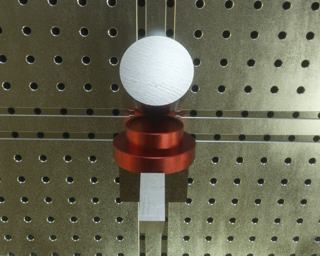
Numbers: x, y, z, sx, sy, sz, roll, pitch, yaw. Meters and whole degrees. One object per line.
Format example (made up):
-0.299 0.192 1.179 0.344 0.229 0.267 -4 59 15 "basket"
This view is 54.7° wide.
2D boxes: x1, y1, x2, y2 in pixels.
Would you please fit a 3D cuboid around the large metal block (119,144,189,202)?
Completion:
-0.008 0.052 0.402 0.081 0.080 0.050 1 110 -1 "large metal block"

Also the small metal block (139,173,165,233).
-0.008 0.082 0.333 0.025 0.050 0.050 1 148 -1 "small metal block"

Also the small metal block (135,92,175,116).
-0.007 -0.025 0.403 0.050 0.025 0.050 1 110 -1 "small metal block"

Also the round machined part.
-0.006 0.014 0.368 0.099 0.098 0.042 1 110 -1 "round machined part"

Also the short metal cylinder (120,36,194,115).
-0.004 -0.059 0.360 0.081 0.050 0.080 0 80 -1 "short metal cylinder"
